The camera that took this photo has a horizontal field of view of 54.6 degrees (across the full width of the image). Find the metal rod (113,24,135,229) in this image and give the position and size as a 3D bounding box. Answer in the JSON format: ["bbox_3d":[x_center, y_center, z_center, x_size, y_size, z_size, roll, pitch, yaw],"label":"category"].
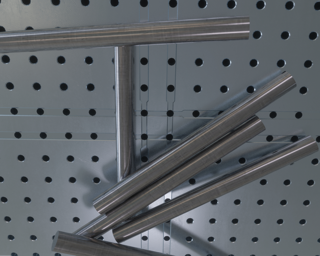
[{"bbox_3d":[-0.047,0.017,0.419,0.025,0.025,0.298,1,110,-1],"label":"metal rod"}]

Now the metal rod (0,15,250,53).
[{"bbox_3d":[-0.056,-0.104,0.349,0.301,0.025,0.025,0,111,10],"label":"metal rod"}]

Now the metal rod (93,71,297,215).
[{"bbox_3d":[0.041,0.022,0.405,0.300,0.025,0.025,-34,107,5],"label":"metal rod"}]

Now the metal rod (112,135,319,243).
[{"bbox_3d":[0.073,0.086,0.431,0.301,0.025,0.025,-26,108,3],"label":"metal rod"}]

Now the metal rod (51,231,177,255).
[{"bbox_3d":[-0.002,0.193,0.448,0.302,0.025,0.025,21,109,-22],"label":"metal rod"}]

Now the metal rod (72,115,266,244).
[{"bbox_3d":[0.008,0.075,0.421,0.300,0.025,0.025,-34,107,4],"label":"metal rod"}]
